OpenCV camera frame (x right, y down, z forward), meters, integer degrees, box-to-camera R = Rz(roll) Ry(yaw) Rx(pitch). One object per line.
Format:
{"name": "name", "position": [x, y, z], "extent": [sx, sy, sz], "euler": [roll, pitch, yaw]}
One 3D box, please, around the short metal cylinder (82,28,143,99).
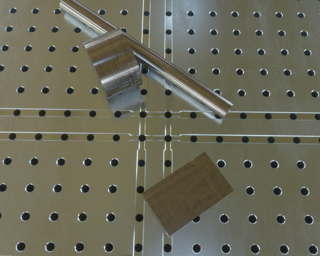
{"name": "short metal cylinder", "position": [-0.063, -0.085, 0.413], "extent": [0.050, 0.080, 0.080], "euler": [-25, 72, -9]}

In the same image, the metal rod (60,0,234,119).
{"name": "metal rod", "position": [-0.027, -0.108, 0.450], "extent": [0.300, 0.025, 0.025], "euler": [36, 74, 11]}

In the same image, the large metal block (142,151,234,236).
{"name": "large metal block", "position": [0.029, 0.079, 0.354], "extent": [0.080, 0.080, 0.050], "euler": [-32, 74, -11]}
